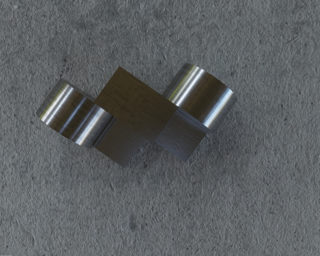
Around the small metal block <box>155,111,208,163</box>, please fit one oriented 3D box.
[{"bbox_3d":[0.027,0.011,0.412,0.050,0.025,0.050,35,90,0],"label":"small metal block"}]

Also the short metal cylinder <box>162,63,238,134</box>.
[{"bbox_3d":[0.048,-0.036,0.384,0.080,0.080,0.050,35,90,0],"label":"short metal cylinder"}]

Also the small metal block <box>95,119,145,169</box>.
[{"bbox_3d":[-0.052,0.017,0.411,0.050,0.025,0.050,35,90,0],"label":"small metal block"}]

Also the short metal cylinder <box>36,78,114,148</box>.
[{"bbox_3d":[-0.102,-0.018,0.383,0.080,0.080,0.050,35,90,0],"label":"short metal cylinder"}]

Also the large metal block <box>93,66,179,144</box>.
[{"bbox_3d":[-0.027,-0.026,0.384,0.080,0.080,0.050,35,90,-1],"label":"large metal block"}]
